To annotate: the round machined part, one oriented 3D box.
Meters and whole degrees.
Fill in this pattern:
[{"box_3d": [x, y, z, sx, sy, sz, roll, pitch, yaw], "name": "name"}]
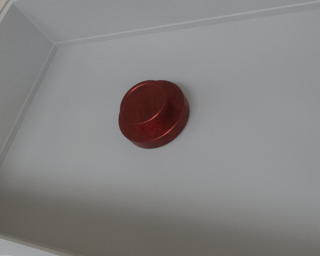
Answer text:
[{"box_3d": [-0.014, -0.025, 0.414, 0.098, 0.042, 0.098, -13, 56, 21], "name": "round machined part"}]
